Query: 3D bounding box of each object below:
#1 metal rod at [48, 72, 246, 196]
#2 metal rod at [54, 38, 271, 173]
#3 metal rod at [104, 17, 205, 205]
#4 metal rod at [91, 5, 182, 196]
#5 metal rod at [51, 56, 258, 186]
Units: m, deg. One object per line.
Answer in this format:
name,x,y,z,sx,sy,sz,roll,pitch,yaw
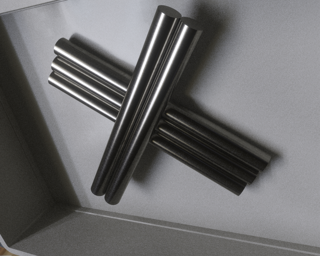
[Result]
metal rod,-0.022,0.002,0.419,0.301,0.025,0.025,30,128,8
metal rod,-0.003,-0.033,0.388,0.301,0.025,0.025,30,128,8
metal rod,-0.021,0.004,0.389,0.025,0.025,0.298,32,129,7
metal rod,-0.043,-0.008,0.392,0.025,0.025,0.298,32,129,7
metal rod,-0.012,-0.015,0.404,0.301,0.025,0.025,30,128,8
